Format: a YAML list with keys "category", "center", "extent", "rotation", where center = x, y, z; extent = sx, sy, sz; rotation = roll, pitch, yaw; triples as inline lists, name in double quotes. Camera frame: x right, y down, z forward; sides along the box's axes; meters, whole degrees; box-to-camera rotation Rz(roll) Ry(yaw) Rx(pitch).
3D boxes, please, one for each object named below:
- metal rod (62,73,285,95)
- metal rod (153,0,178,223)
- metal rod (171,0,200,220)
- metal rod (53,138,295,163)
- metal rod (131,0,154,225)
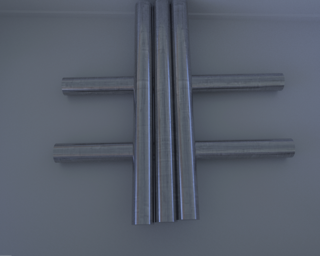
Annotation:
- category: "metal rod"
  center: [0.019, -0.061, 0.431]
  extent: [0.302, 0.025, 0.025]
  rotation: [-1, 70, -1]
- category: "metal rod"
  center: [0.005, -0.036, 0.394]
  extent: [0.025, 0.025, 0.299]
  rotation: [-1, 70, 0]
- category: "metal rod"
  center: [0.029, -0.038, 0.395]
  extent: [0.025, 0.025, 0.299]
  rotation: [-1, 70, 0]
- category: "metal rod"
  center: [0.018, 0.029, 0.398]
  extent: [0.302, 0.025, 0.025]
  rotation: [-1, 70, -1]
- category: "metal rod"
  center: [-0.021, -0.034, 0.393]
  extent: [0.025, 0.025, 0.299]
  rotation: [-1, 70, 0]
